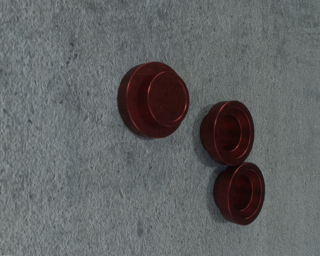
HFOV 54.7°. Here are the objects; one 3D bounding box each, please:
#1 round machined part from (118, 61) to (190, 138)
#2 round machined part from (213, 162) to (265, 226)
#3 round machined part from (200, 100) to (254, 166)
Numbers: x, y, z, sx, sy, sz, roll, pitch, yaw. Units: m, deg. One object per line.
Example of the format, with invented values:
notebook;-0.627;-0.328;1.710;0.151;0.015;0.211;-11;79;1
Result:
round machined part;-0.001;-0.036;0.393;0.099;0.042;0.097;0;90;-40
round machined part;0.123;0.102;0.497;0.099;0.042;0.097;0;90;-40
round machined part;0.099;0.008;0.477;0.099;0.042;0.097;0;90;-40
